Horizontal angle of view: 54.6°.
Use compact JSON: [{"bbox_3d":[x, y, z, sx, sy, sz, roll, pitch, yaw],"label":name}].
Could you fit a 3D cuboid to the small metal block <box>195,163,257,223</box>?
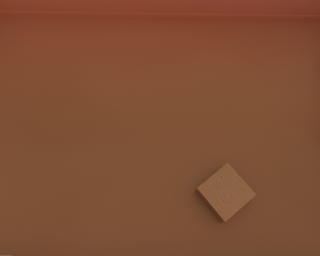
[{"bbox_3d":[0.079,0.080,0.381,0.050,0.025,0.050,-37,74,-12],"label":"small metal block"}]
